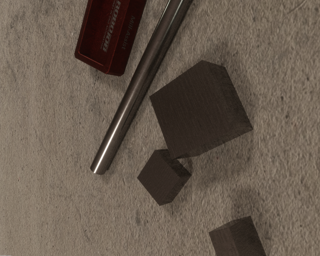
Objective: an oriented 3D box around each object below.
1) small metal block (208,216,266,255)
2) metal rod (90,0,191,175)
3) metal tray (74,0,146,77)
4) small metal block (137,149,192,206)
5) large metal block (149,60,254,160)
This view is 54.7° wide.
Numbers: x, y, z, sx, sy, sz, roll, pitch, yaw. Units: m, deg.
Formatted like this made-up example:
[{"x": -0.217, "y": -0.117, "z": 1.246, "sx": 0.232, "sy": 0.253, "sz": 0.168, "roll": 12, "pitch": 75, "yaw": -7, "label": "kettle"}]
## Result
[{"x": 0.082, "y": 0.124, "z": 0.320, "sx": 0.025, "sy": 0.050, "sz": 0.050, "roll": -30, "pitch": 72, "yaw": 36, "label": "small metal block"}, {"x": -0.030, "y": -0.057, "z": 0.427, "sx": 0.025, "sy": 0.025, "sz": 0.298, "roll": 42, "pitch": 115, "yaw": 31, "label": "metal rod"}, {"x": -0.076, "y": -0.153, "z": 0.461, "sx": 0.090, "sy": 0.030, "sz": 0.129, "roll": 31, "pitch": 109, "yaw": 35, "label": "metal tray"}, {"x": 0.005, "y": 0.063, "z": 0.399, "sx": 0.050, "sy": 0.025, "sz": 0.050, "roll": 46, "pitch": 117, "yaw": 30, "label": "small metal block"}, {"x": 0.044, "y": -0.018, "z": 0.351, "sx": 0.080, "sy": 0.050, "sz": 0.080, "roll": -31, "pitch": 71, "yaw": 35, "label": "large metal block"}]
